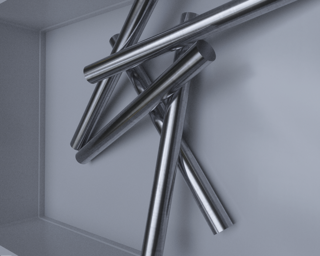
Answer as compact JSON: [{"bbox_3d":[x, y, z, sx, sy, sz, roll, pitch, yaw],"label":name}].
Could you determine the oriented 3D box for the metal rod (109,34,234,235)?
[{"bbox_3d":[0.004,-0.008,0.401,0.025,0.025,0.299,-43,65,31],"label":"metal rod"}]

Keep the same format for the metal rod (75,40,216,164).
[{"bbox_3d":[-0.041,-0.013,0.404,0.299,0.025,0.025,-36,68,45],"label":"metal rod"}]

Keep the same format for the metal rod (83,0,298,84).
[{"bbox_3d":[0.036,-0.107,0.340,0.300,0.025,0.025,-16,80,27],"label":"metal rod"}]

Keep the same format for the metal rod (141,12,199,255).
[{"bbox_3d":[0.013,0.012,0.363,0.025,0.025,0.298,6,84,39],"label":"metal rod"}]

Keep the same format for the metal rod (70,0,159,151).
[{"bbox_3d":[-0.069,-0.072,0.432,0.025,0.025,0.298,54,130,26],"label":"metal rod"}]
